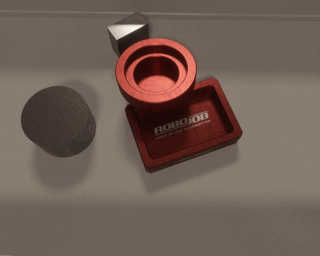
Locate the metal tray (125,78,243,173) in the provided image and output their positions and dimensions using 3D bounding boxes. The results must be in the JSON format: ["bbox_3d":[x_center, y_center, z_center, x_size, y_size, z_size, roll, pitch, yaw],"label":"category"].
[{"bbox_3d":[0.030,-0.005,0.408,0.131,0.030,0.090,-19,71,-7],"label":"metal tray"}]

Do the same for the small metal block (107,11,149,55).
[{"bbox_3d":[-0.044,-0.131,0.444,0.050,0.050,0.025,-32,74,-11],"label":"small metal block"}]

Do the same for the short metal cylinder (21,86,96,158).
[{"bbox_3d":[-0.127,-0.007,0.397,0.081,0.050,0.080,0,70,0],"label":"short metal cylinder"}]

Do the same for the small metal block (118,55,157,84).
[{"bbox_3d":[-0.028,-0.081,0.439,0.050,0.025,0.050,-14,71,-6],"label":"small metal block"}]

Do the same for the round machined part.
[{"bbox_3d":[-0.004,-0.063,0.393,0.099,0.042,0.098,-1,63,2],"label":"round machined part"}]
